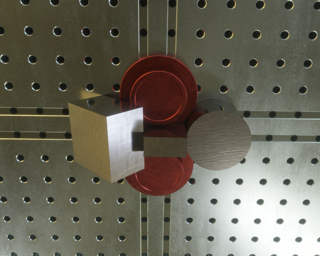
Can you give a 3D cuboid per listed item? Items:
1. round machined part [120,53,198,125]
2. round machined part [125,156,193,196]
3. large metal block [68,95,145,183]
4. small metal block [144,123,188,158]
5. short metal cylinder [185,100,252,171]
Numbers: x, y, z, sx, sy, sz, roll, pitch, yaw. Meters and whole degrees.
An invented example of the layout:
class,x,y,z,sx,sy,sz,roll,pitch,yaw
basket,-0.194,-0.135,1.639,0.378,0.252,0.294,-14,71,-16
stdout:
class,x,y,z,sx,sy,sz,roll,pitch,yaw
round machined part,-0.002,-0.042,0.389,0.099,0.042,0.097,0,110,0
round machined part,-0.003,0.052,0.423,0.099,0.042,0.097,0,110,0
large metal block,-0.066,0.010,0.381,0.050,0.080,0.079,-19,118,-41
small metal block,0.006,0.014,0.381,0.050,0.050,0.025,1,110,-1
short metal cylinder,0.072,0.008,0.402,0.081,0.050,0.079,0,110,0
